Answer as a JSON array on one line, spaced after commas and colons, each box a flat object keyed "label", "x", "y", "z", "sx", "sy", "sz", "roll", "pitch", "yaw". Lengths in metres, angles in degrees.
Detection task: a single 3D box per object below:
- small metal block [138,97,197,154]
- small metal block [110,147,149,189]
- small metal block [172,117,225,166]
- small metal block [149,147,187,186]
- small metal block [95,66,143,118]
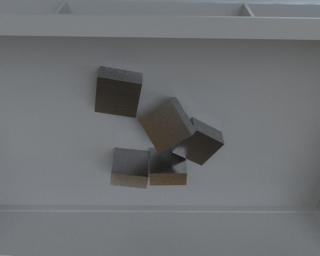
[{"label": "small metal block", "x": 0.009, "y": -0.003, "z": 0.391, "sx": 0.050, "sy": 0.025, "sz": 0.050, "roll": -30, "pitch": 92, "yaw": 23}, {"label": "small metal block", "x": -0.042, "y": 0.056, "z": 0.440, "sx": 0.050, "sy": 0.050, "sz": 0.025, "roll": 7, "pitch": 130, "yaw": -6}, {"label": "small metal block", "x": 0.051, "y": 0.019, "z": 0.426, "sx": 0.050, "sy": 0.025, "sz": 0.050, "roll": 26, "pitch": 125, "yaw": -21}, {"label": "small metal block", "x": 0.011, "y": 0.054, "z": 0.438, "sx": 0.050, "sy": 0.050, "sz": 0.025, "roll": -1, "pitch": 130, "yaw": 0}, {"label": "small metal block", "x": -0.050, "y": -0.043, "z": 0.372, "sx": 0.050, "sy": 0.025, "sz": 0.050, "roll": 8, "pitch": 130, "yaw": -8}]
